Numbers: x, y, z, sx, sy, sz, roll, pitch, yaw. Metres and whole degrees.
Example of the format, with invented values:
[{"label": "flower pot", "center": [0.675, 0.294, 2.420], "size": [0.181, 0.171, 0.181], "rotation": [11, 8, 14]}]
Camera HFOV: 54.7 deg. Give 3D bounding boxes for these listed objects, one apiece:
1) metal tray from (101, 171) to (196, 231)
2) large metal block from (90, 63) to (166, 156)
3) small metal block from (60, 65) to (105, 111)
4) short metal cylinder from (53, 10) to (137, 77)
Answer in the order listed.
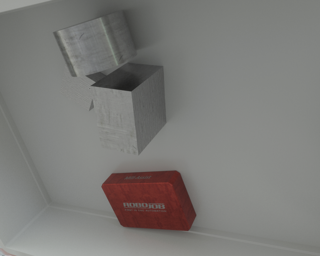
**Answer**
[{"label": "metal tray", "center": [-0.019, 0.114, 0.484], "size": [0.130, 0.030, 0.090], "rotation": [-8, 115, 31]}, {"label": "large metal block", "center": [-0.033, -0.026, 0.373], "size": [0.050, 0.080, 0.079], "rotation": [10, 123, 22]}, {"label": "small metal block", "center": [-0.106, -0.059, 0.426], "size": [0.050, 0.025, 0.050], "rotation": [32, 128, 7]}, {"label": "short metal cylinder", "center": [-0.072, -0.096, 0.350], "size": [0.080, 0.080, 0.050], "rotation": [-4, 116, 30]}]
